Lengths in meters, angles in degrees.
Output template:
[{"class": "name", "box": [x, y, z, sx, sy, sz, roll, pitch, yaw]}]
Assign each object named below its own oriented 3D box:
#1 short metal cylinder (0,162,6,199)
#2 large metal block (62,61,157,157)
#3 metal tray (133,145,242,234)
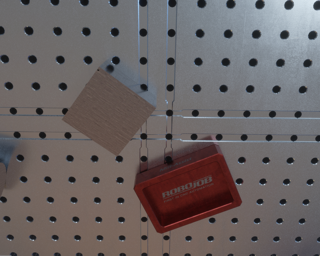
[{"class": "short metal cylinder", "box": [-0.249, 0.079, 0.411, 0.050, 0.080, 0.079, 14, 110, -5]}, {"class": "large metal block", "box": [-0.061, -0.025, 0.390, 0.080, 0.050, 0.080, 36, 106, -12]}, {"class": "metal tray", "box": [0.040, 0.089, 0.443, 0.130, 0.030, 0.090, -22, 109, 7]}]
